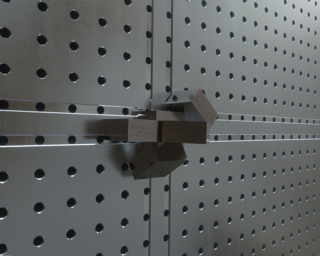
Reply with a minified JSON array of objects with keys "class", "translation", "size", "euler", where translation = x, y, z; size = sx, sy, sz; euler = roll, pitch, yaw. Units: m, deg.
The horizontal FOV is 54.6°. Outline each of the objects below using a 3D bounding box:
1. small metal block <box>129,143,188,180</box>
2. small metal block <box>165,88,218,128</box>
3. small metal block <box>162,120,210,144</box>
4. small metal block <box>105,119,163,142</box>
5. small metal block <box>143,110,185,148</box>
[{"class":"small metal block","translation":[-0.002,0.041,0.387],"size":[0.050,0.050,0.025],"euler":[2,58,-40]},{"class":"small metal block","translation":[0.044,-0.026,0.428],"size":[0.050,0.050,0.025],"euler":[51,60,-28]},{"class":"small metal block","translation":[0.033,0.005,0.374],"size":[0.050,0.050,0.025],"euler":[7,85,-77]},{"class":"small metal block","translation":[-0.030,0.003,0.366],"size":[0.050,0.050,0.025],"euler":[2,89,-39]},{"class":"small metal block","translation":[0.006,0.003,0.413],"size":[0.050,0.025,0.050],"euler":[2,89,-41]}]
